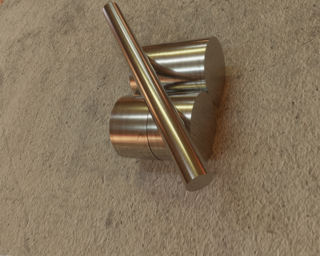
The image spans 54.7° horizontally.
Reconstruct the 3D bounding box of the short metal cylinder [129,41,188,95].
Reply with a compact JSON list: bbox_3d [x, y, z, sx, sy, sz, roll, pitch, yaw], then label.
[{"bbox_3d":[0.002,-0.072,0.414,0.050,0.080,0.080,1,62,29],"label":"short metal cylinder"}]

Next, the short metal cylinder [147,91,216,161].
[{"bbox_3d":[0.028,-0.001,0.357,0.050,0.080,0.080,1,62,29],"label":"short metal cylinder"}]

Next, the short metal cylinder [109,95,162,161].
[{"bbox_3d":[-0.017,-0.001,0.380,0.050,0.080,0.080,1,62,29],"label":"short metal cylinder"}]

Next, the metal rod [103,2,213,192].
[{"bbox_3d":[-0.018,-0.061,0.349,0.025,0.025,0.300,-32,52,8],"label":"metal rod"}]

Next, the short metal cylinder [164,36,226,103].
[{"bbox_3d":[0.046,-0.071,0.390,0.050,0.080,0.080,1,62,29],"label":"short metal cylinder"}]
